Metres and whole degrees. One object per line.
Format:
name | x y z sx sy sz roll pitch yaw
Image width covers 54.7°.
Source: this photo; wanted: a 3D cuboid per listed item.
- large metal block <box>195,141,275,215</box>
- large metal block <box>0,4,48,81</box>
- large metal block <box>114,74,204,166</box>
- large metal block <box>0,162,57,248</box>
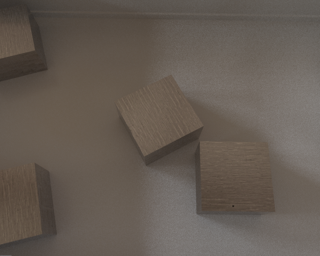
large metal block | 0.086 0.062 0.375 0.081 0.050 0.080 1 70 0
large metal block | -0.214 -0.118 0.437 0.081 0.050 0.080 -16 71 -6
large metal block | -0.002 -0.009 0.400 0.080 0.050 0.080 -27 73 -10
large metal block | -0.173 0.093 0.360 0.081 0.050 0.080 -13 71 -5
